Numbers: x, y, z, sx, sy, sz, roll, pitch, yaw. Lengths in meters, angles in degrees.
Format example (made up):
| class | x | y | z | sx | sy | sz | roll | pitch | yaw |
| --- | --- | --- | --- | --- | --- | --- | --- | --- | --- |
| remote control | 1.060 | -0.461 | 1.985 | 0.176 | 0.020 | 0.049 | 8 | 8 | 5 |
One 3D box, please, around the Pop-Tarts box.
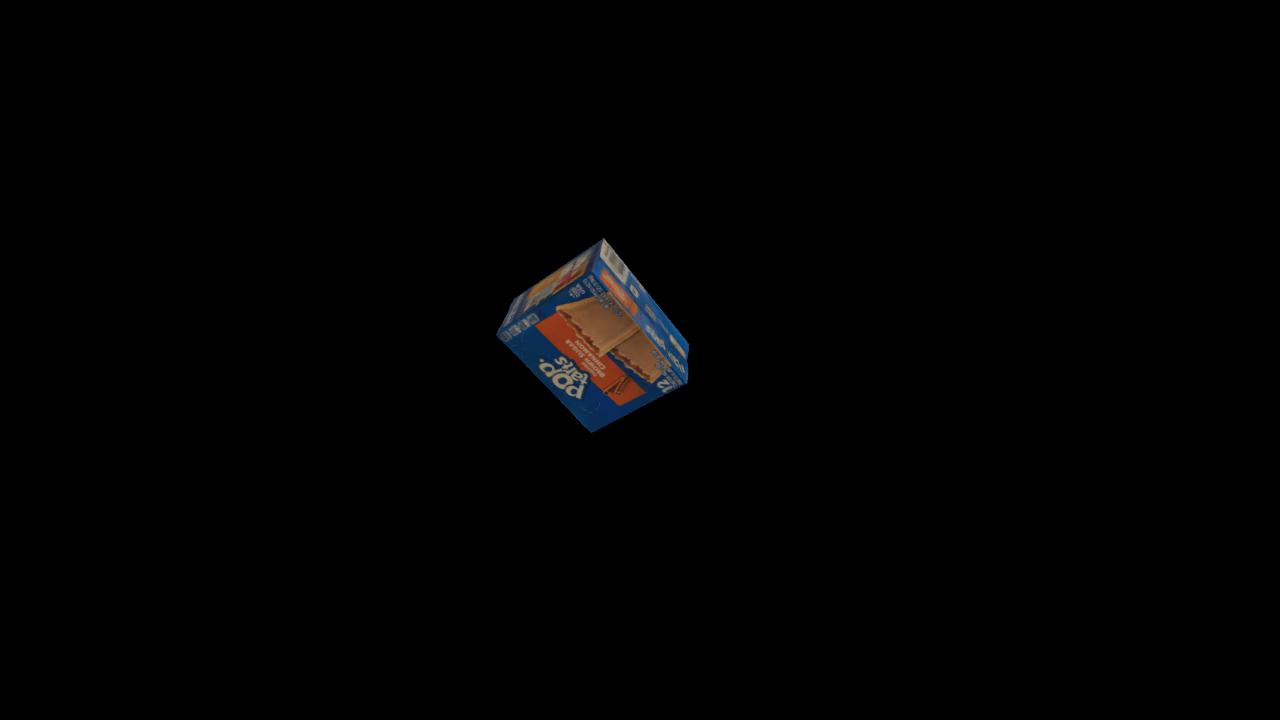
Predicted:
| class | x | y | z | sx | sy | sz | roll | pitch | yaw |
| --- | --- | --- | --- | --- | --- | --- | --- | --- | --- |
| Pop-Tarts box | -0.048 | -0.023 | 0.694 | 0.141 | 0.167 | 0.083 | -29 | 26 | 25 |
